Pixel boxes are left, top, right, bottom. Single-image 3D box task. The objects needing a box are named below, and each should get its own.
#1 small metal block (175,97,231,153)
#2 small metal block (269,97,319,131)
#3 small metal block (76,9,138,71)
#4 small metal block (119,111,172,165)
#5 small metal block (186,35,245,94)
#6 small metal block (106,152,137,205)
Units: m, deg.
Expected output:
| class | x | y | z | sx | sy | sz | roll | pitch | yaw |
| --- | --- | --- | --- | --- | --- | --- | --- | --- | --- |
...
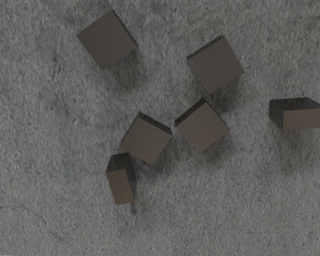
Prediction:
| class | x | y | z | sx | sy | sz | roll | pitch | yaw |
| --- | --- | --- | --- | --- | --- | --- | --- | --- | --- |
| small metal block | 0.055 | -0.004 | 0.409 | 0.050 | 0.025 | 0.050 | -40 | 106 | 13 |
| small metal block | 0.172 | -0.019 | 0.392 | 0.050 | 0.050 | 0.025 | -4 | 110 | 1 |
| small metal block | -0.062 | -0.105 | 0.370 | 0.050 | 0.025 | 0.050 | -33 | 107 | 11 |
| small metal block | -0.019 | 0.014 | 0.415 | 0.050 | 0.025 | 0.050 | 30 | 107 | -11 |
| small metal block | 0.068 | -0.078 | 0.382 | 0.050 | 0.025 | 0.050 | -31 | 108 | 10 |
| small metal block | -0.051 | 0.068 | 0.421 | 0.025 | 0.050 | 0.050 | -12 | 110 | 4 |
